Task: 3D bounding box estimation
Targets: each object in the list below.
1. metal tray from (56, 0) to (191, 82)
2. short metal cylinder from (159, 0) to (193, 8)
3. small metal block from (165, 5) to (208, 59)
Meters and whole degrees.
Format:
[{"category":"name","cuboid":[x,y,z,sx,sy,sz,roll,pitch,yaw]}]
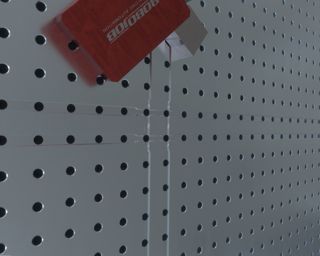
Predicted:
[{"category":"metal tray","cuboid":[-0.037,-0.127,0.351,0.130,0.030,0.090,-45,119,-12]},{"category":"short metal cylinder","cuboid":[0.016,-0.202,0.406,0.081,0.050,0.079,0,90,-40]},{"category":"small metal block","cuboid":[0.035,-0.135,0.439,0.050,0.025,0.050,46,63,-31]}]
